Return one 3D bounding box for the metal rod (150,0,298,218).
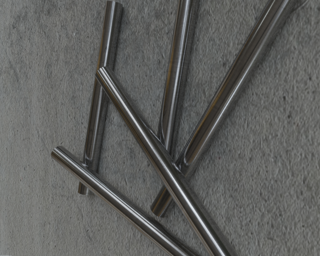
[{"bbox_3d":[0.063,-0.015,0.352,0.025,0.025,0.298,41,115,32],"label":"metal rod"}]

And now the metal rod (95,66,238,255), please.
[{"bbox_3d":[-0.002,0.034,0.372,0.025,0.025,0.299,-50,61,28],"label":"metal rod"}]

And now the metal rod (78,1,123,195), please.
[{"bbox_3d":[-0.094,-0.040,0.482,0.025,0.025,0.298,17,101,38],"label":"metal rod"}]

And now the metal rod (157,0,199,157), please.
[{"bbox_3d":[0.026,-0.098,0.383,0.025,0.025,0.298,15,99,39],"label":"metal rod"}]

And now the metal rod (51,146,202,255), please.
[{"bbox_3d":[-0.052,0.106,0.427,0.300,0.025,0.025,31,109,29],"label":"metal rod"}]
